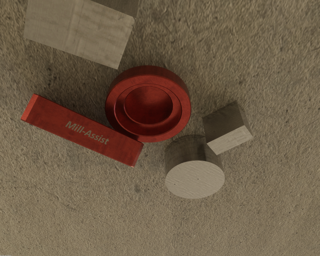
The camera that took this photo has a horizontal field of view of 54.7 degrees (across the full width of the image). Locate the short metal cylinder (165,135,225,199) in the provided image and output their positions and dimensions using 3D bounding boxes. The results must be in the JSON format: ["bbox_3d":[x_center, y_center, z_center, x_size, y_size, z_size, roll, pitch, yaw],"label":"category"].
[{"bbox_3d":[0.047,0.056,0.439,0.081,0.050,0.079,0,130,0],"label":"short metal cylinder"}]

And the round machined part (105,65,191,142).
[{"bbox_3d":[-0.014,-0.032,0.369,0.099,0.042,0.097,0,130,0],"label":"round machined part"}]

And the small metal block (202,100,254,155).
[{"bbox_3d":[0.084,-0.001,0.391,0.050,0.050,0.025,-29,125,22],"label":"small metal block"}]

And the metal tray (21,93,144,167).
[{"bbox_3d":[-0.094,0.005,0.370,0.131,0.090,0.030,26,81,-21],"label":"metal tray"}]

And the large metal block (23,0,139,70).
[{"bbox_3d":[-0.066,-0.106,0.280,0.081,0.080,0.050,17,128,-14],"label":"large metal block"}]
